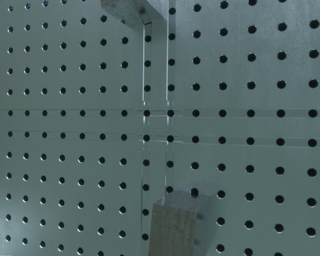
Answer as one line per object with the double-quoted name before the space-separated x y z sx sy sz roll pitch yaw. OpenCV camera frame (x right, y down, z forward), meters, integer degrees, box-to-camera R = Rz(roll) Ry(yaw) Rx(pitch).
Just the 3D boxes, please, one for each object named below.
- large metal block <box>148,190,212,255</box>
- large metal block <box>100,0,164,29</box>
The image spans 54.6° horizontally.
"large metal block" 0.026 0.126 0.375 0.050 0.080 0.080 6 92 20
"large metal block" -0.039 -0.185 0.398 0.050 0.080 0.080 -12 86 20
